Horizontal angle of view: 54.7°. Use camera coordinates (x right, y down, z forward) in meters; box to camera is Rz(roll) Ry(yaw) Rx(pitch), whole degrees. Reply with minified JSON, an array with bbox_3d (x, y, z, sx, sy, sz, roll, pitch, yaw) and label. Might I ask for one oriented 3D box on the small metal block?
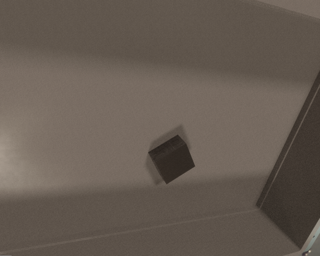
[{"bbox_3d":[0.018,0.046,0.449,0.050,0.025,0.050,-31,129,-9],"label":"small metal block"}]
